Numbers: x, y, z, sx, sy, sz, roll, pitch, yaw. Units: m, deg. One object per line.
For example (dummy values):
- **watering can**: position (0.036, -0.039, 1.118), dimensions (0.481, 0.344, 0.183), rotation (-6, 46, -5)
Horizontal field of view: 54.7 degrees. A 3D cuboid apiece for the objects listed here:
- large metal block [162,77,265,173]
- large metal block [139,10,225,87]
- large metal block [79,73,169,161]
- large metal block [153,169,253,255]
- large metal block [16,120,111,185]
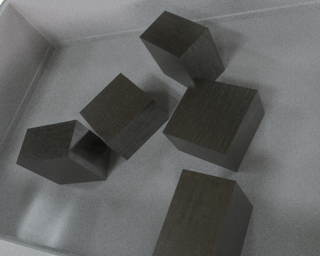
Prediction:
- **large metal block**: position (0.063, -0.006, 0.359), dimensions (0.080, 0.050, 0.080), rotation (19, 72, 35)
- **large metal block**: position (0.031, -0.099, 0.414), dimensions (0.050, 0.080, 0.080), rotation (-48, 52, -5)
- **large metal block**: position (-0.050, -0.017, 0.424), dimensions (0.080, 0.050, 0.080), rotation (-45, 51, -4)
- **large metal block**: position (0.045, 0.094, 0.288), dimensions (0.050, 0.080, 0.080), rotation (9, 66, 32)
- **large metal block**: position (-0.123, 0.036, 0.411), dimensions (0.080, 0.080, 0.050), rotation (-9, 58, 23)
